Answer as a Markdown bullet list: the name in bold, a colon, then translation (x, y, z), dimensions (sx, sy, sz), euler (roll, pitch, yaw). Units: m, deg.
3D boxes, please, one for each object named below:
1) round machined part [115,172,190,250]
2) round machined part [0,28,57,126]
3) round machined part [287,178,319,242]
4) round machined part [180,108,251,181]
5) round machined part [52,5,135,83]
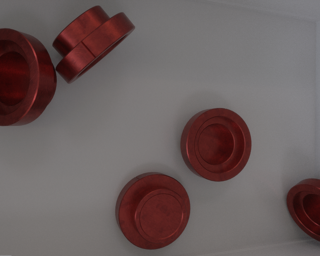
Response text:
- **round machined part**: translation (-0.005, 0.108, 0.400), dimensions (0.099, 0.042, 0.097), euler (0, 90, -20)
- **round machined part**: translation (-0.150, -0.051, 0.328), dimensions (0.098, 0.042, 0.097), euler (1, 92, 23)
- **round machined part**: translation (0.246, 0.119, 0.463), dimensions (0.042, 0.098, 0.098), euler (-24, 99, -28)
- **round machined part**: translation (0.073, 0.022, 0.428), dimensions (0.099, 0.042, 0.097), euler (0, 90, -20)
- **round machined part**: translation (-0.078, -0.096, 0.343), dimensions (0.098, 0.098, 0.042), euler (-44, 104, -15)
